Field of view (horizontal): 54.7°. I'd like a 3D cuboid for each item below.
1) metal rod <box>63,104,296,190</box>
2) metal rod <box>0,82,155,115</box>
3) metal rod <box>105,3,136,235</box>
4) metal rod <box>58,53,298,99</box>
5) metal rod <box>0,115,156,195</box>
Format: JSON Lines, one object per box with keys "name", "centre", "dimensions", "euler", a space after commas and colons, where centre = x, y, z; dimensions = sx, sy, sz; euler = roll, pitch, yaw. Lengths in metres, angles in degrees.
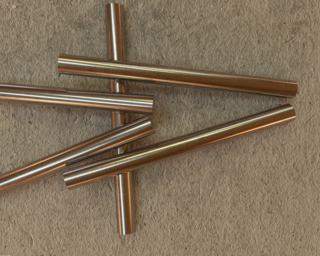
{"name": "metal rod", "centre": [0.030, 0.022, 0.396], "dimensions": [0.302, 0.025, 0.025], "euler": [-16, 90, -7]}
{"name": "metal rod", "centre": [-0.157, -0.042, 0.395], "dimensions": [0.302, 0.025, 0.025], "euler": [5, 90, 5]}
{"name": "metal rod", "centre": [-0.052, -0.012, 0.410], "dimensions": [0.025, 0.025, 0.298], "euler": [-3, 90, -1]}
{"name": "metal rod", "centre": [0.028, -0.065, 0.395], "dimensions": [0.302, 0.025, 0.025], "euler": [5, 90, -7]}
{"name": "metal rod", "centre": [-0.149, 0.050, 0.395], "dimensions": [0.301, 0.025, 0.025], "euler": [-22, 90, 5]}
